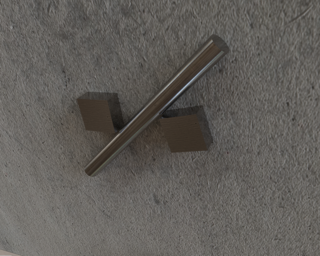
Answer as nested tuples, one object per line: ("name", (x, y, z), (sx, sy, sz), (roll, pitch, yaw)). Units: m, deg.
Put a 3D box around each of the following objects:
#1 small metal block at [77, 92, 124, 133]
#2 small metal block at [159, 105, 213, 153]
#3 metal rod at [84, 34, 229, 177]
("small metal block", (-0.083, -0.022, 0.435), (0.050, 0.025, 0.050), (5, 121, 25))
("small metal block", (0.033, 0.002, 0.390), (0.050, 0.025, 0.050), (-7, 115, 30))
("metal rod", (-0.025, -0.009, 0.412), (0.025, 0.025, 0.299), (45, 129, -4))
